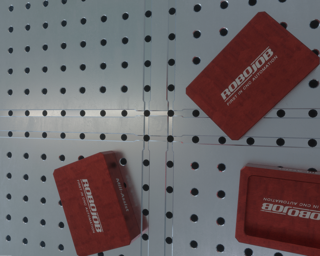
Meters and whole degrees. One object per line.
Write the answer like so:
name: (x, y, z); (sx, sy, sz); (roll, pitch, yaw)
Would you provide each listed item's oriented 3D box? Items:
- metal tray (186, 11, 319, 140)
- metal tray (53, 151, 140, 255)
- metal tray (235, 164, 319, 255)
metal tray: (0.107, -0.059, 0.372); (0.130, 0.030, 0.090); (-46, 76, 14)
metal tray: (-0.092, 0.107, 0.443); (0.090, 0.030, 0.129); (-21, 83, 18)
metal tray: (0.157, 0.094, 0.354); (0.130, 0.030, 0.090); (5, 92, 20)
